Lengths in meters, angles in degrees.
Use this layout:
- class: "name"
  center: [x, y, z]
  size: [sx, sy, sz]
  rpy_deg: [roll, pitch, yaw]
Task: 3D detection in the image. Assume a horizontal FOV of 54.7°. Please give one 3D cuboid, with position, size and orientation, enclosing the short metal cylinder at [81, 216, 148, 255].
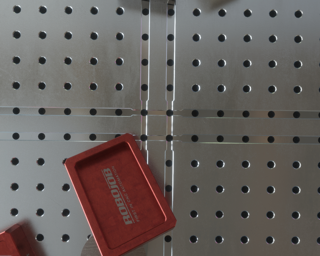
- class: "short metal cylinder"
  center: [-0.057, 0.161, 0.400]
  size: [0.081, 0.050, 0.079]
  rpy_deg: [0, 90, 0]

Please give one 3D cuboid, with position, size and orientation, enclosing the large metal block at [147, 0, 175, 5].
- class: "large metal block"
  center: [-0.013, -0.215, 0.400]
  size: [0.080, 0.050, 0.080]
  rpy_deg: [9, 90, 0]

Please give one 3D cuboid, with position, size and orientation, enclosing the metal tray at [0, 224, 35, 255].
- class: "metal tray"
  center: [-0.206, 0.207, 0.409]
  size: [0.090, 0.030, 0.129]
  rpy_deg: [-25, 90, 0]

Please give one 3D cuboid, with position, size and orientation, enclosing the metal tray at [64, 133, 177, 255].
- class: "metal tray"
  center: [-0.049, 0.081, 0.378]
  size: [0.091, 0.030, 0.130]
  rpy_deg: [-24, 69, -14]
